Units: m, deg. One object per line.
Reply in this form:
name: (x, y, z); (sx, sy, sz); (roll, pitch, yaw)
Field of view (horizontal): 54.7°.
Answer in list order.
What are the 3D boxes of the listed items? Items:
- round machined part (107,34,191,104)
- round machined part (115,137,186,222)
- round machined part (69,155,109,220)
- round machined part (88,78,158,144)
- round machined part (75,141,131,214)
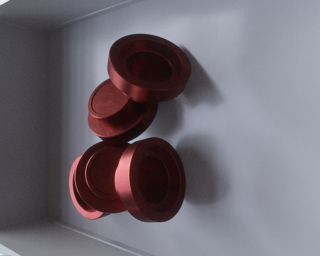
round machined part: (-0.015, -0.068, 0.379); (0.098, 0.099, 0.042); (56, 148, 25)
round machined part: (-0.015, 0.062, 0.372); (0.042, 0.099, 0.097); (-16, 80, 38)
round machined part: (-0.092, 0.085, 0.472); (0.098, 0.042, 0.097); (0, 90, 40)
round machined part: (-0.055, -0.031, 0.412); (0.098, 0.042, 0.098); (-14, 53, 20)
round machined part: (-0.062, 0.062, 0.409); (0.042, 0.099, 0.098); (117, 137, -70)
